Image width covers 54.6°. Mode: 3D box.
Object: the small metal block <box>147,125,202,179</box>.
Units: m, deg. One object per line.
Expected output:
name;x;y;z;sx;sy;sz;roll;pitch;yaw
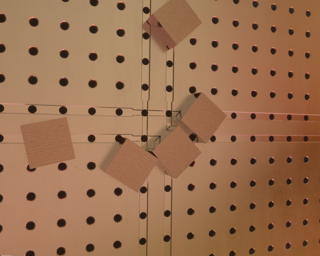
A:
small metal block;0.019;0.032;0.419;0.050;0.025;0.050;-44;104;-15

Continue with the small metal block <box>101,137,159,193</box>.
small metal block;-0.038;0.047;0.398;0.050;0.025;0.050;36;79;-17

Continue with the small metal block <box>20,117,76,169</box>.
small metal block;-0.131;0.016;0.364;0.050;0.025;0.050;-12;94;-20

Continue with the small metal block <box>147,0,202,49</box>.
small metal block;0.020;-0.144;0.419;0.050;0.025;0.050;-44;104;-15

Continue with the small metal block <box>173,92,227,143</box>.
small metal block;0.056;-0.014;0.433;0.050;0.025;0.050;41;77;-15
